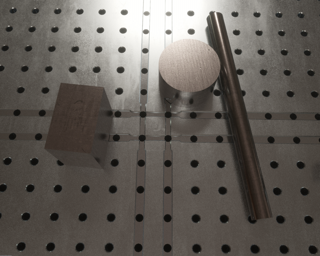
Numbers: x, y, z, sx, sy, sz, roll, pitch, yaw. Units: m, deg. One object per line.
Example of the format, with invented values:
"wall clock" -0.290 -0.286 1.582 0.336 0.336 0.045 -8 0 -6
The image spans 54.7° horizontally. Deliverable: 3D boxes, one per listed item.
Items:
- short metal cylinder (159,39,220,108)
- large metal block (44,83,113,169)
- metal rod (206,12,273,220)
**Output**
"short metal cylinder" 0.038 -0.074 0.426 0.081 0.050 0.080 0 70 0
"large metal block" -0.094 0.001 0.381 0.050 0.080 0.080 6 70 2
"metal rod" 0.103 -0.030 0.423 0.025 0.025 0.299 -7 70 -3
